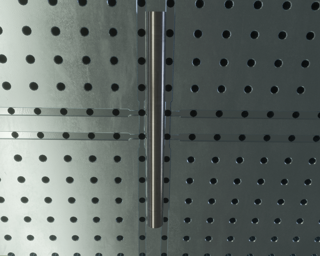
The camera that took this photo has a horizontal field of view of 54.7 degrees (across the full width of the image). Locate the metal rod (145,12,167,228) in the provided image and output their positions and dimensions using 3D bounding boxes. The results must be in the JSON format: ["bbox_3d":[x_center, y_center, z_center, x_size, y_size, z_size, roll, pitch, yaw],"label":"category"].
[{"bbox_3d":[-0.006,0.003,0.414,0.025,0.025,0.298,0,110,-1],"label":"metal rod"}]
